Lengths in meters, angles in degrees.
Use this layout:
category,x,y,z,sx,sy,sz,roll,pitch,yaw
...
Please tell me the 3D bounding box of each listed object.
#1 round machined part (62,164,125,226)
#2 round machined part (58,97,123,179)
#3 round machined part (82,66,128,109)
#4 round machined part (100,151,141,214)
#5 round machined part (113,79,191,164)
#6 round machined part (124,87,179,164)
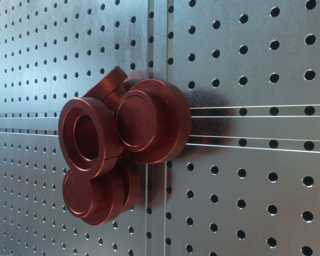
category,x,y,z,sx,sy,sz,roll,pitch,yaw
round machined part,-0.096,0.084,0.424,0.098,0.042,0.097,0,90,40
round machined part,-0.081,0.010,0.383,0.098,0.042,0.097,10,105,41
round machined part,-0.081,-0.040,0.442,0.098,0.098,0.042,-34,104,35
round machined part,-0.077,0.075,0.436,0.098,0.042,0.097,0,90,40
round machined part,-0.016,-0.008,0.356,0.098,0.042,0.097,-1,89,40
round machined part,-0.018,-0.004,0.387,0.098,0.042,0.097,0,90,40
